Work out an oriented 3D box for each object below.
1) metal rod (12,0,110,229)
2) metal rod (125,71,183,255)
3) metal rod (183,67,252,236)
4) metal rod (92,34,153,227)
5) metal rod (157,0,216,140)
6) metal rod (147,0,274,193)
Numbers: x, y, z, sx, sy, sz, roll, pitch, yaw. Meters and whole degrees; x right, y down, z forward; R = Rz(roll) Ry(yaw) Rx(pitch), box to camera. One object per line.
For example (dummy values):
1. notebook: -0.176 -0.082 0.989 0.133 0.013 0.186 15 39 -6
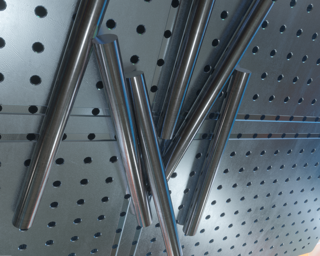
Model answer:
1. metal rod: -0.114 -0.011 0.341 0.025 0.025 0.298 12 112 -33
2. metal rod: -0.004 0.069 0.423 0.025 0.025 0.298 -20 118 -16
3. metal rod: 0.083 0.052 0.487 0.025 0.025 0.298 -2 119 -28
4. metal rod: -0.039 0.029 0.395 0.025 0.025 0.298 -21 130 -16
5. metal rod: 0.043 -0.122 0.358 0.025 0.025 0.298 2 118 -29
6. metal rod: 0.059 -0.033 0.422 0.025 0.025 0.299 18 109 -35
